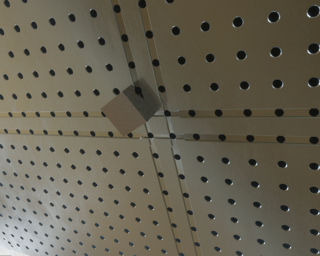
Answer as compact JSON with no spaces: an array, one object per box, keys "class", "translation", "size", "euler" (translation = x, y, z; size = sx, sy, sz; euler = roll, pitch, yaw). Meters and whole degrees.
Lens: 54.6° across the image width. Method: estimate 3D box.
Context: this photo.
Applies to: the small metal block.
[{"class":"small metal block","translation":[-0.044,-0.023,0.421],"size":[0.050,0.025,0.050],"euler":[-32,101,38]}]
